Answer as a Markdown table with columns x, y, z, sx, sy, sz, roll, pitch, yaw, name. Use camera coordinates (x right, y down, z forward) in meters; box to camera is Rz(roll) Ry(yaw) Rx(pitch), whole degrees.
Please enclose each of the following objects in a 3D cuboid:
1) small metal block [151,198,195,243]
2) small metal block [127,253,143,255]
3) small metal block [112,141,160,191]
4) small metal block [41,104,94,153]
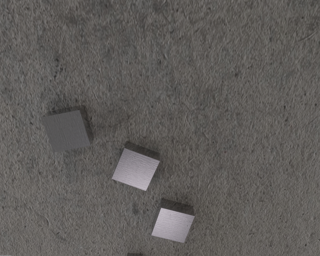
| x | y | z | sx | sy | sz | roll | pitch | yaw | name |
| --- | --- | --- | --- | --- | --- | --- | --- | --- | --- |
| 0.019 | 0.138 | 0.461 | 0.050 | 0.025 | 0.050 | 16 | 109 | -6 | small metal block |
| -0.041 | 0.233 | 0.482 | 0.025 | 0.050 | 0.050 | 2 | 110 | -1 | small metal block |
| -0.033 | 0.052 | 0.429 | 0.050 | 0.025 | 0.050 | 21 | 109 | -8 | small metal block |
| -0.120 | 0.001 | 0.409 | 0.050 | 0.025 | 0.050 | -11 | 110 | 4 | small metal block |
